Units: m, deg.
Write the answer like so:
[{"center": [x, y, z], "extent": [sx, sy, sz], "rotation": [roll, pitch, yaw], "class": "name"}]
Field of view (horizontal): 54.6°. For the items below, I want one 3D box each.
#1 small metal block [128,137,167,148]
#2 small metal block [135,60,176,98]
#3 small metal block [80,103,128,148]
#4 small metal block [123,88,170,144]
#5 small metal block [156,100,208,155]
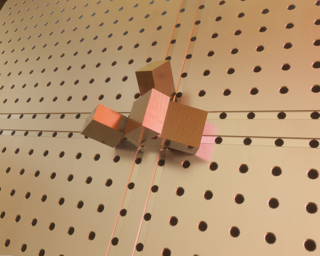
[{"center": [-0.011, -0.003, 0.417], "extent": [0.050, 0.025, 0.050], "rotation": [3, 63, 29], "class": "small metal block"}, {"center": [-0.005, -0.060, 0.419], "extent": [0.025, 0.050, 0.050], "rotation": [3, 27, 30], "class": "small metal block"}, {"center": [-0.072, -0.002, 0.419], "extent": [0.050, 0.050, 0.025], "rotation": [-37, 34, 51], "class": "small metal block"}, {"center": [-0.017, -0.014, 0.379], "extent": [0.050, 0.025, 0.050], "rotation": [-27, 43, 55], "class": "small metal block"}, {"center": [0.027, 0.000, 0.381], "extent": [0.050, 0.025, 0.050], "rotation": [16, 66, 1], "class": "small metal block"}]
